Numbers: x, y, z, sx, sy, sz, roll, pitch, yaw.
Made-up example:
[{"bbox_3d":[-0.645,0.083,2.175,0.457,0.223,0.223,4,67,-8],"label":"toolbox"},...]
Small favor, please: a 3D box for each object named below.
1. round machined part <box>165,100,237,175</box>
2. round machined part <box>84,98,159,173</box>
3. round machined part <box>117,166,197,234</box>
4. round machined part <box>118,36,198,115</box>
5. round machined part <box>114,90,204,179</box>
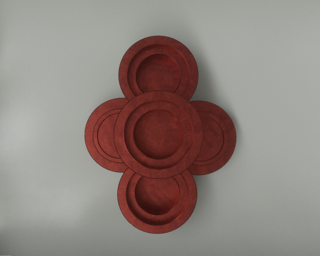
[{"bbox_3d":[0.051,0.013,0.401,0.099,0.042,0.097,0,90,-1],"label":"round machined part"},{"bbox_3d":[-0.049,0.009,0.400,0.099,0.042,0.097,0,90,-1],"label":"round machined part"},{"bbox_3d":[-0.003,0.082,0.401,0.099,0.042,0.097,0,90,-1],"label":"round machined part"},{"bbox_3d":[-0.002,-0.065,0.401,0.099,0.042,0.097,0,90,-1],"label":"round machined part"},{"bbox_3d":[-0.002,0.007,0.359,0.099,0.042,0.097,0,90,-1],"label":"round machined part"}]
